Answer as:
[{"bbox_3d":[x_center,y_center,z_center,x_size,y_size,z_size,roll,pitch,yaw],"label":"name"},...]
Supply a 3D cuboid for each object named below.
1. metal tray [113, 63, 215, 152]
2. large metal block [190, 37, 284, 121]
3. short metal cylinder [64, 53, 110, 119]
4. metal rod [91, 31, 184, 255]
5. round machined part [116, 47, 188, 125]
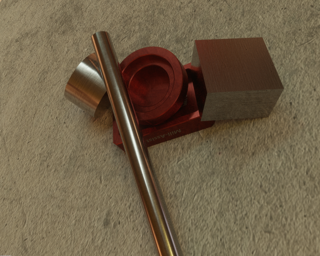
[{"bbox_3d":[0.000,-0.027,0.417,0.130,0.030,0.090,-19,54,16],"label":"metal tray"},{"bbox_3d":[0.083,-0.057,0.358,0.081,0.050,0.080,-4,56,-5],"label":"large metal block"},{"bbox_3d":[-0.090,-0.060,0.444,0.050,0.080,0.080,35,79,2],"label":"short metal cylinder"},{"bbox_3d":[-0.030,0.015,0.354,0.025,0.025,0.299,-24,70,13],"label":"metal rod"},{"bbox_3d":[-0.010,-0.051,0.399,0.098,0.042,0.098,-6,75,22],"label":"round machined part"}]
